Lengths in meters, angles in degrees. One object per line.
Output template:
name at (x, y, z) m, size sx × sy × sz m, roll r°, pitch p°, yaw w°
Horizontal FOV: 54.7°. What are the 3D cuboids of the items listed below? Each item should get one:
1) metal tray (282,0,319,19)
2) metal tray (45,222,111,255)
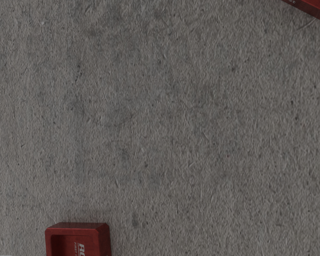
metal tray at (0.159, -0.193, 0.350) m, size 0.130 × 0.030 × 0.090 m, roll 36°, pitch 101°, yaw 16°
metal tray at (-0.115, 0.205, 0.446) m, size 0.090 × 0.030 × 0.129 m, roll -6°, pitch 88°, yaw 19°
